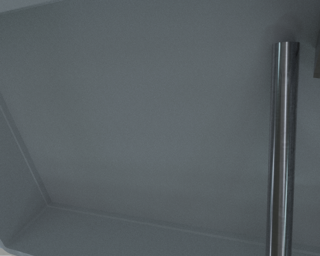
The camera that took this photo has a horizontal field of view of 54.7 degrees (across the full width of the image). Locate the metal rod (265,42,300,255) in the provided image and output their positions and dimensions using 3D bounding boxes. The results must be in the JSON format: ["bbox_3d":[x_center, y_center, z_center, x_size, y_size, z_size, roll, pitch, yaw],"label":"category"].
[{"bbox_3d":[0.122,0.067,0.312,0.025,0.025,0.298,3,97,26],"label":"metal rod"}]

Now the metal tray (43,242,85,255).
[{"bbox_3d":[-0.196,0.320,0.706,0.090,0.030,0.130,-20,108,35],"label":"metal tray"}]

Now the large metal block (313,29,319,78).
[{"bbox_3d":[0.155,-0.087,0.238,0.050,0.080,0.079,11,123,22],"label":"large metal block"}]
